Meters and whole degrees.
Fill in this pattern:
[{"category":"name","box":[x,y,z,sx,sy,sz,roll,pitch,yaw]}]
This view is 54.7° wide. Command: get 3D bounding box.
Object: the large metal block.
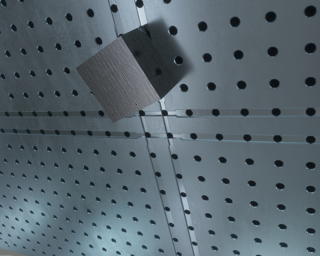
[{"category":"large metal block","box":[-0.040,-0.063,0.375,0.080,0.050,0.080,-23,106,36]}]
